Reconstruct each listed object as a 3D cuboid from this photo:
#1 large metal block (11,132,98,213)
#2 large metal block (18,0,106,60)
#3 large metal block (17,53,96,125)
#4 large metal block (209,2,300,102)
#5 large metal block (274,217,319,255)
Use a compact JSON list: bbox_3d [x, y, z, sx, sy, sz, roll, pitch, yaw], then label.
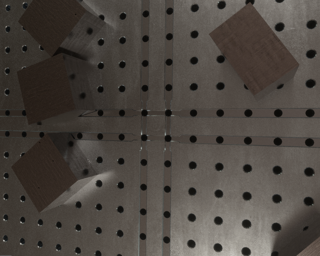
[{"bbox_3d":[-0.153,0.063,0.452,0.080,0.050,0.080,-40,78,15],"label":"large metal block"},{"bbox_3d":[-0.141,-0.153,0.447,0.080,0.050,0.080,46,104,14],"label":"large metal block"},{"bbox_3d":[-0.150,-0.053,0.451,0.080,0.050,0.080,-16,85,19],"label":"large metal block"},{"bbox_3d":[0.105,-0.079,0.346,0.050,0.080,0.080,-36,79,16],"label":"large metal block"},{"bbox_3d":[0.180,0.158,0.336,0.080,0.050,0.080,45,104,14],"label":"large metal block"}]
